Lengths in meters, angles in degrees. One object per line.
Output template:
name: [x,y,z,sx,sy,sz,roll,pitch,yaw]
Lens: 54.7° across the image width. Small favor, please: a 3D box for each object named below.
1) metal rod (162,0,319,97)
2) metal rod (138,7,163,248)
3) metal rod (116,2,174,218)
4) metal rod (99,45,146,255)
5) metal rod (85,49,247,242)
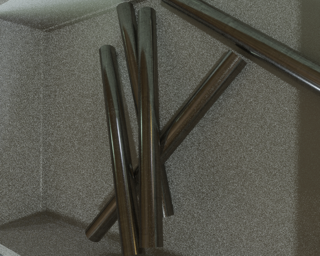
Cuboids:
metal rod: [0.104,-0.085,0.320,0.300,0.025,0.025,43,116,31]
metal rod: [-0.014,-0.017,0.371,0.025,0.025,0.299,-19,64,38]
metal rod: [-0.022,-0.030,0.425,0.025,0.025,0.299,-18,78,38]
metal rod: [-0.054,0.009,0.402,0.025,0.025,0.299,-35,54,35]
metal rod: [-0.003,0.034,0.381,0.299,0.025,0.025,-52,59,17]
